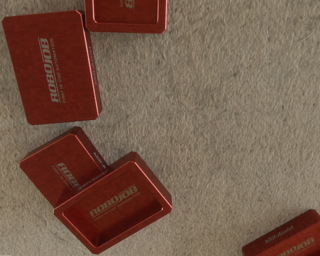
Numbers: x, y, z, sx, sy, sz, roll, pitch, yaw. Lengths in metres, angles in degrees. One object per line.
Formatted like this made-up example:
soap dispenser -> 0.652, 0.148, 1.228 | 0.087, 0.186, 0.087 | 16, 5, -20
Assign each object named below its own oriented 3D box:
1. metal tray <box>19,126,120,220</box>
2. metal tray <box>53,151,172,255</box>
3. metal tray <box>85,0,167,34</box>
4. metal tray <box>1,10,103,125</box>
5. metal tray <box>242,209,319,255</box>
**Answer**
metal tray -> -0.117, 0.073, 0.433 | 0.090, 0.030, 0.130 | -29, 108, 9
metal tray -> -0.061, 0.101, 0.411 | 0.130, 0.030, 0.090 | -33, 107, 11
metal tray -> -0.037, -0.173, 0.342 | 0.091, 0.030, 0.129 | 1, 110, -1
metal tray -> -0.127, -0.072, 0.379 | 0.091, 0.030, 0.129 | -5, 110, 1
metal tray -> 0.207, 0.195, 0.481 | 0.130, 0.030, 0.090 | -35, 107, 11
